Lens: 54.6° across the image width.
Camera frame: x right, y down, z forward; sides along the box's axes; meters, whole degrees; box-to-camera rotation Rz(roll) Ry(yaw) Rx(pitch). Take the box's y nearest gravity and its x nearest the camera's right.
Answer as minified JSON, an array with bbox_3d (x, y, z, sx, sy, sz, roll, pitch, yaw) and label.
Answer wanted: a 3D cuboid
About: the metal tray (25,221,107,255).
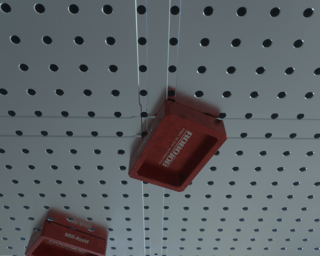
[{"bbox_3d":[-0.182,0.235,0.606,0.131,0.030,0.090,28,125,-22],"label":"metal tray"}]

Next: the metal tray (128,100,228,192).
[{"bbox_3d":[0.021,0.031,0.434,0.090,0.030,0.129,20,127,-16],"label":"metal tray"}]
